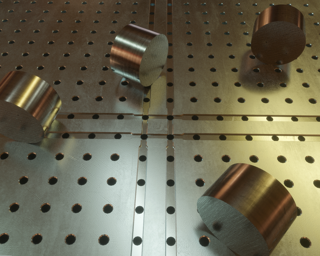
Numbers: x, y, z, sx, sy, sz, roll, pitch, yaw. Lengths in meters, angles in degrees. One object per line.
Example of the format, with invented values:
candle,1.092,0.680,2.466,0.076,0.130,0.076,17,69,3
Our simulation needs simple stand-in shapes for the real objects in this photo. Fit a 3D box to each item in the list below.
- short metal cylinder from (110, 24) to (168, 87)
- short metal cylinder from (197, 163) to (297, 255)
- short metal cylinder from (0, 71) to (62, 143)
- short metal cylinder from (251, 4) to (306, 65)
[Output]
short metal cylinder,-0.030,-0.108,0.463,0.050,0.080,0.080,25,54,19
short metal cylinder,0.084,0.081,0.304,0.080,0.080,0.050,36,59,26
short metal cylinder,-0.174,-0.025,0.392,0.080,0.080,0.050,10,51,8
short metal cylinder,0.190,-0.149,0.498,0.080,0.080,0.050,12,51,10
